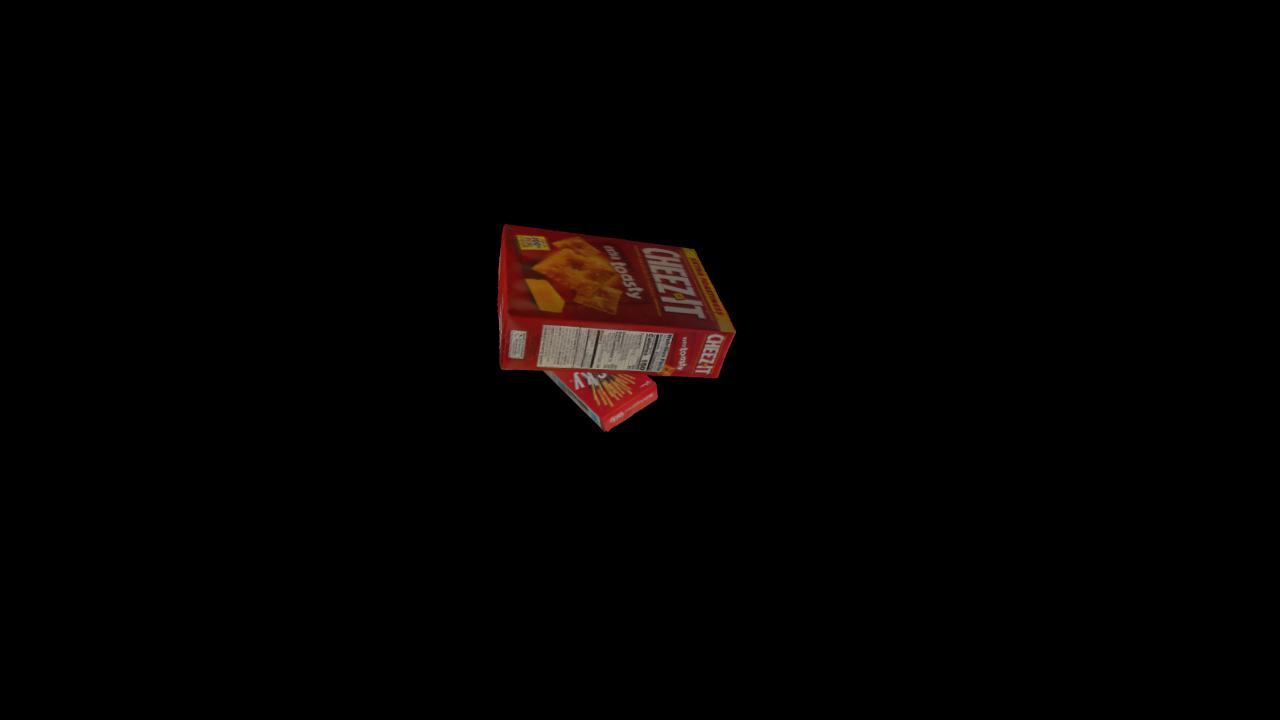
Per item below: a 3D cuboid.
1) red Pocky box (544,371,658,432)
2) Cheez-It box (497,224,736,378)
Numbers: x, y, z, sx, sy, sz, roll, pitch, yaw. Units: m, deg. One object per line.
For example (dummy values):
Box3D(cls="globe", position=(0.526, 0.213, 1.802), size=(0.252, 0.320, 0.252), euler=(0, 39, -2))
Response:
Box3D(cls="red Pocky box", position=(-0.056, 0.016, 0.751), size=(0.083, 0.028, 0.155), euler=(-31, 49, -25))
Box3D(cls="Cheez-It box", position=(-0.032, -0.061, 0.636), size=(0.223, 0.071, 0.166), euler=(4, 40, -17))
